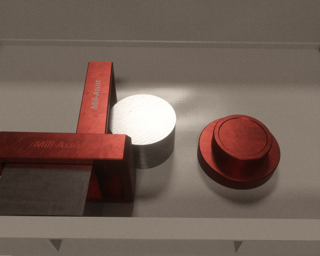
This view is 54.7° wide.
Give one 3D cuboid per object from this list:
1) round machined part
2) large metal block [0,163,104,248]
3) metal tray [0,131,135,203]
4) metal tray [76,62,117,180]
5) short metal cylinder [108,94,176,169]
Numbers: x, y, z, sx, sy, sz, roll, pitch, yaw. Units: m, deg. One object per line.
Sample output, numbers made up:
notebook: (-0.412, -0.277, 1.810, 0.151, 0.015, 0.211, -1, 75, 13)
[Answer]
round machined part: (0.097, 0.022, 0.377, 0.099, 0.042, 0.098, 0, 50, 0)
large metal block: (-0.104, 0.078, 0.303, 0.081, 0.080, 0.050, 1, 51, 0)
metal tray: (-0.094, 0.044, 0.324, 0.131, 0.089, 0.030, 1, 51, 0)
metal tray: (-0.074, -0.010, 0.386, 0.030, 0.089, 0.130, -1, 49, -3)
short metal cylinder: (-0.021, 0.004, 0.385, 0.081, 0.050, 0.080, 0, 50, 0)
